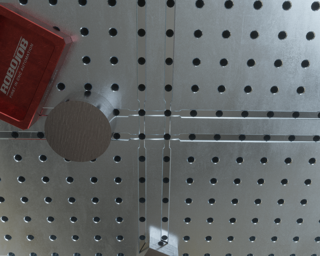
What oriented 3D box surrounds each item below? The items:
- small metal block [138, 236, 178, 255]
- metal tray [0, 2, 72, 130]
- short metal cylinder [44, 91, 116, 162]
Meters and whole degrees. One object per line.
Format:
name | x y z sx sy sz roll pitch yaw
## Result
small metal block | -0.005 0.207 0.490 0.050 0.025 0.050 26 108 -10
metal tray | -0.178 -0.073 0.381 0.090 0.030 0.129 27 108 -10
short metal cylinder | -0.099 -0.003 0.397 0.081 0.050 0.079 0 110 -1
